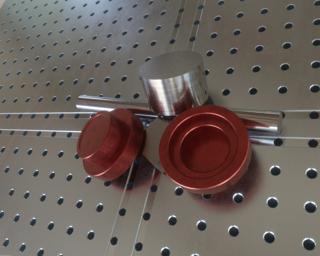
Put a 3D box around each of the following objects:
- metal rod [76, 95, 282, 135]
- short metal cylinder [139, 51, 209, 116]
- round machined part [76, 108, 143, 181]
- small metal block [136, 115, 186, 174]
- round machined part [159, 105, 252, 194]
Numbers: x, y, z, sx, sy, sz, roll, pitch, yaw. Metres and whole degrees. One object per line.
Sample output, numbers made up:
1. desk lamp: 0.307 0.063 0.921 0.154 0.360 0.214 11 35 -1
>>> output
1. metal rod: 0.003 -0.022 0.415 0.300 0.025 0.025 8 66 31
2. short metal cylinder: 0.018 -0.059 0.395 0.080 0.050 0.080 -11 34 7
3. round machined part: -0.071 0.016 0.403 0.098 0.042 0.098 -28 45 33
4. small metal block: 0.001 0.020 0.390 0.050 0.025 0.050 -45 51 -3
5. round machined part: 0.052 0.026 0.346 0.098 0.042 0.098 -11 60 19
